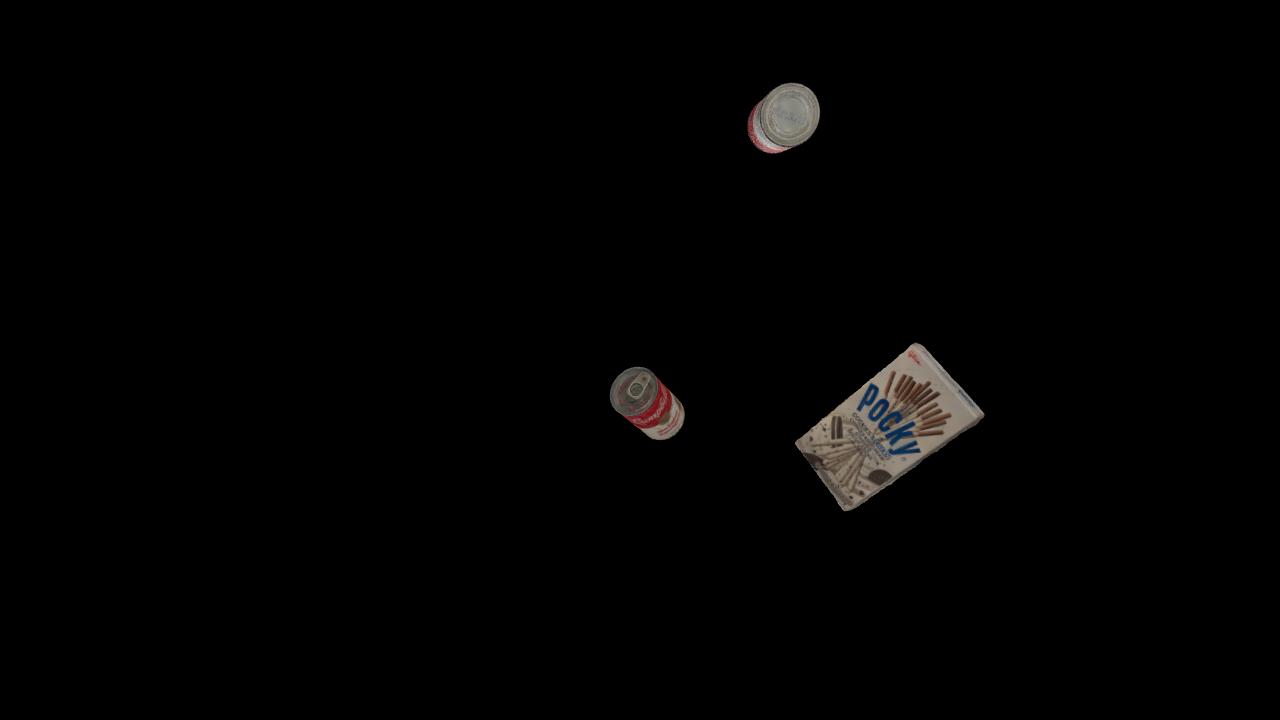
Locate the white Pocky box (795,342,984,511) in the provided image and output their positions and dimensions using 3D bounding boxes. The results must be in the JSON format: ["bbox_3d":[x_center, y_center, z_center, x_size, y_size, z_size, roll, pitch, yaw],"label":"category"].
[{"bbox_3d":[0.224,0.065,0.570,0.028,0.084,0.154,-4,-37,-47],"label":"white Pocky box"}]

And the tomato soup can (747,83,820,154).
[{"bbox_3d":[0.164,-0.278,0.711,0.068,0.068,0.101,0,14,2],"label":"tomato soup can"}]

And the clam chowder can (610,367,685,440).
[{"bbox_3d":[0.012,0.060,0.818,0.068,0.068,0.102,0,-25,26],"label":"clam chowder can"}]
